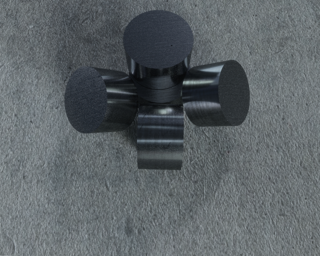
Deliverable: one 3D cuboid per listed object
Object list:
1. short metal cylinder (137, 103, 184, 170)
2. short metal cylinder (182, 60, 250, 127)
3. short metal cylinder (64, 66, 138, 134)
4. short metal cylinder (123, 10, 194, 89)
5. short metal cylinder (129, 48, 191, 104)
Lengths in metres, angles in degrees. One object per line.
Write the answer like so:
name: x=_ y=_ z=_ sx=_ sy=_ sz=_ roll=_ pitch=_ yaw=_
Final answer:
short metal cylinder: x=0.001 y=0.010 z=0.375 sx=0.050 sy=0.080 sz=0.080 roll=2 pitch=70 yaw=0
short metal cylinder: x=0.072 y=-0.042 z=0.390 sx=0.050 sy=0.080 sz=0.080 roll=-2 pitch=64 yaw=41
short metal cylinder: x=-0.074 y=-0.034 z=0.386 sx=0.080 sy=0.050 sz=0.079 roll=2 pitch=93 yaw=38
short metal cylinder: x=-0.002 y=-0.094 z=0.377 sx=0.081 sy=0.050 sz=0.080 roll=0 pitch=70 yaw=0
short metal cylinder: x=0.000 y=-0.060 z=0.418 sx=0.081 sy=0.050 sz=0.080 roll=0 pitch=70 yaw=0
